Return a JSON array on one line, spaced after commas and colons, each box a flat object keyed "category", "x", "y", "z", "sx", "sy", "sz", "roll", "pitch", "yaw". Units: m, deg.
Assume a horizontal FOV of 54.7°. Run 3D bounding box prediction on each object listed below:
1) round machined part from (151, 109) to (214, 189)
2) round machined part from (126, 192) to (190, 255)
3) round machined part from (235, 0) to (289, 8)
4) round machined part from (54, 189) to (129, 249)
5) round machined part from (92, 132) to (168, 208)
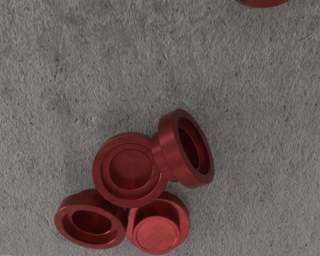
[{"category": "round machined part", "x": 0.025, "y": 0.028, "z": 0.384, "sx": 0.042, "sy": 0.098, "sz": 0.098, "roll": -26, "pitch": 109, "yaw": 25}, {"category": "round machined part", "x": -0.005, "y": 0.145, "z": 0.454, "sx": 0.099, "sy": 0.042, "sz": 0.097, "roll": 0, "pitch": 110, "yaw": 0}, {"category": "round machined part", "x": 0.111, "y": -0.182, "z": 0.335, "sx": 0.099, "sy": 0.042, "sz": 0.097, "roll": 0, "pitch": 110, "yaw": 0}, {"category": "round machined part", "x": -0.093, "y": 0.124, "z": 0.436, "sx": 0.099, "sy": 0.042, "sz": 0.097, "roll": 4, "pitch": 126, "yaw": 5}, {"category": "round machined part", "x": -0.038, "y": 0.053, "z": 0.414, "sx": 0.099, "sy": 0.042, "sz": 0.097, "roll": -1, "pitch": 100, "yaw": -3}]
